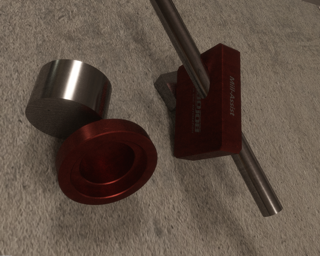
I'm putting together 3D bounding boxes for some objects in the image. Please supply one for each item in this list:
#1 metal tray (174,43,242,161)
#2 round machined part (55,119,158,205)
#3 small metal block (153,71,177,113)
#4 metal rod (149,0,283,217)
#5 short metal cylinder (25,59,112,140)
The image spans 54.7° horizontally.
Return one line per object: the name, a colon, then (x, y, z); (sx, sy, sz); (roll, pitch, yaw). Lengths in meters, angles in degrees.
metal tray: (0.058, -0.028, 0.389); (0.030, 0.090, 0.129); (12, 72, -31)
round machined part: (-0.056, 0.030, 0.317); (0.099, 0.097, 0.042); (1, 35, -28)
small metal block: (0.027, -0.056, 0.454); (0.050, 0.025, 0.050); (-19, 72, -36)
metal rod: (0.065, -0.035, 0.377); (0.025, 0.025, 0.299); (-22, 82, -36)
short metal cylinder: (-0.096, -0.028, 0.335); (0.081, 0.080, 0.050); (17, 55, -19)
